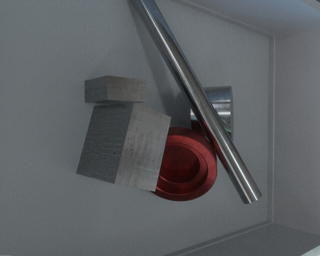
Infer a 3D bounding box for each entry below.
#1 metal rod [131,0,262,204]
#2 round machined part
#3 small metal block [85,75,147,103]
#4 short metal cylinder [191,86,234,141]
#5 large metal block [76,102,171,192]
[{"bbox_3d":[0.042,-0.044,0.382,0.025,0.025,0.299,-28,89,-37],"label":"metal rod"},{"bbox_3d":[0.023,0.042,0.393,0.098,0.098,0.042,64,19,-21],"label":"round machined part"},{"bbox_3d":[-0.050,-0.041,0.350,0.050,0.050,0.025,-1,91,-40],"label":"small metal block"},{"bbox_3d":[0.075,-0.018,0.432,0.080,0.050,0.079,-2,91,-74],"label":"short metal cylinder"},{"bbox_3d":[-0.041,0.020,0.338,0.050,0.080,0.080,21,77,-39],"label":"large metal block"}]
